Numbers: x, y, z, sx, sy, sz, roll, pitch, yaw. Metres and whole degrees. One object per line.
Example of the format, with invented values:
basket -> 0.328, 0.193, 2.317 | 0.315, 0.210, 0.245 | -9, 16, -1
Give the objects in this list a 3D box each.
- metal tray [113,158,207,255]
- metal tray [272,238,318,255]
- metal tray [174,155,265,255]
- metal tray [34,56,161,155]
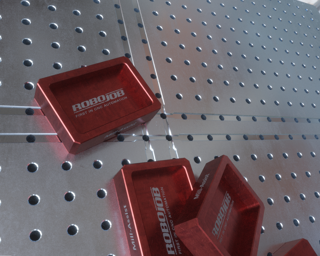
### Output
metal tray -> 0.007, 0.102, 0.347 | 0.091, 0.030, 0.130 | -3, 63, -30
metal tray -> 0.180, 0.215, 0.373 | 0.091, 0.030, 0.130 | -18, 72, -35
metal tray -> 0.074, 0.100, 0.351 | 0.090, 0.030, 0.131 | 52, 34, -7
metal tray -> -0.073, -0.034, 0.386 | 0.131, 0.030, 0.090 | -27, 76, -37
